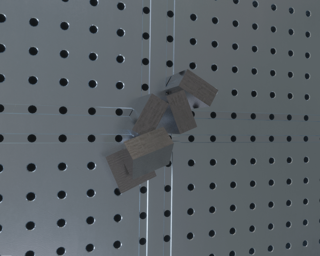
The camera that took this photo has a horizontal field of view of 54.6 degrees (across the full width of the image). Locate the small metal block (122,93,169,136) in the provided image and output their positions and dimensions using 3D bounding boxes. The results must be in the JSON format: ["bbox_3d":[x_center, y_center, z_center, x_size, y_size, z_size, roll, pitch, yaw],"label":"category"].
[{"bbox_3d":[-0.019,-0.014,0.392,0.025,0.050,0.050,31,80,-17],"label":"small metal block"}]

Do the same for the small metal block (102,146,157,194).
[{"bbox_3d":[-0.039,0.048,0.398,0.050,0.025,0.050,-24,98,-18],"label":"small metal block"}]

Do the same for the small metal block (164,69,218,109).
[{"bbox_3d":[0.041,-0.050,0.414,0.050,0.050,0.025,31,80,-18],"label":"small metal block"}]

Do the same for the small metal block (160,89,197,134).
[{"bbox_3d":[0.019,-0.020,0.406,0.025,0.050,0.050,-23,98,-18],"label":"small metal block"}]

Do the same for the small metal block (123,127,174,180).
[{"bbox_3d":[-0.014,0.030,0.365,0.050,0.050,0.025,-21,60,-19],"label":"small metal block"}]
